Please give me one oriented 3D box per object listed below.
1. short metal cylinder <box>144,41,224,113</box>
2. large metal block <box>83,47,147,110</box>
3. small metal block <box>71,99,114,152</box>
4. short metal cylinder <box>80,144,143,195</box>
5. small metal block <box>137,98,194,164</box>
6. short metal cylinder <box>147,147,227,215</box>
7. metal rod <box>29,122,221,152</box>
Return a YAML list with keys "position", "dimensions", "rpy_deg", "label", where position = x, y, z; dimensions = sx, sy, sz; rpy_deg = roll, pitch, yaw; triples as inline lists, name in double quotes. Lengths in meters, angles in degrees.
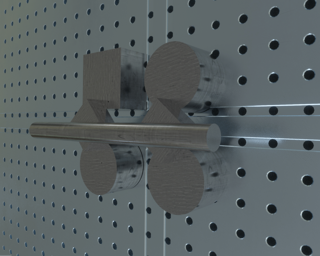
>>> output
- position: [0.028, -0.058, 0.370]
  dimensions: [0.080, 0.050, 0.080]
  rpy_deg: [0, 90, 40]
  label: "short metal cylinder"
- position: [-0.066, -0.066, 0.447]
  dimensions: [0.080, 0.050, 0.079]
  rpy_deg: [2, 91, 40]
  label: "large metal block"
- position: [-0.091, -0.004, 0.420]
  dimensions: [0.050, 0.025, 0.050]
  rpy_deg: [-47, 62, 29]
  label: "small metal block"
- position: [-0.071, 0.053, 0.451]
  dimensions: [0.080, 0.050, 0.080]
  rpy_deg: [0, 90, 40]
  label: "short metal cylinder"
- position: [0.007, 0.003, 0.339]
  dimensions: [0.050, 0.025, 0.050]
  rpy_deg: [48, 118, 29]
  label: "small metal block"
- position: [0.032, 0.057, 0.367]
  dimensions: [0.080, 0.050, 0.080]
  rpy_deg: [0, 90, 40]
  label: "short metal cylinder"
- position: [-0.068, 0.006, 0.367]
  dimensions: [0.300, 0.025, 0.025]
  rpy_deg: [1, 91, 40]
  label: "metal rod"
